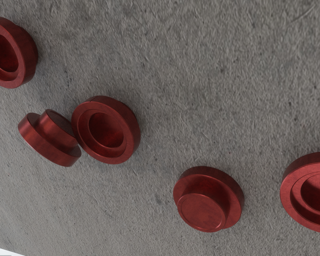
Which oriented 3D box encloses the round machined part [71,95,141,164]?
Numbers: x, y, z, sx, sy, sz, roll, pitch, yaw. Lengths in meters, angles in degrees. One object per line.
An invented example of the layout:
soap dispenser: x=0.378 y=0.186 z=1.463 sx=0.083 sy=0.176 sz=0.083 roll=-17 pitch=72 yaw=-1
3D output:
round machined part: x=-0.070 y=-0.001 z=0.432 sx=0.098 sy=0.042 sz=0.097 roll=13 pitch=124 yaw=20

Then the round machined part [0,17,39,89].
round machined part: x=-0.215 y=-0.109 z=0.442 sx=0.098 sy=0.042 sz=0.097 roll=13 pitch=124 yaw=21

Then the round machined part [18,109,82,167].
round machined part: x=-0.154 y=0.009 z=0.459 sx=0.098 sy=0.098 sz=0.042 roll=42 pitch=93 yaw=-1

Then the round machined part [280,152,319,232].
round machined part: x=0.186 y=0.066 z=0.339 sx=0.098 sy=0.042 sz=0.097 roll=13 pitch=124 yaw=21

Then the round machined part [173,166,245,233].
round machined part: x=0.063 y=0.104 z=0.427 sx=0.098 sy=0.042 sz=0.097 roll=13 pitch=124 yaw=21
